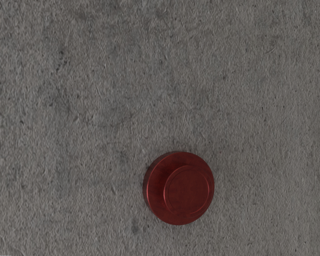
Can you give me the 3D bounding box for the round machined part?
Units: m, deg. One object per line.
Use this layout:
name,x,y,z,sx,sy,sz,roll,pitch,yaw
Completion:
round machined part,0.030,0.080,0.411,0.099,0.042,0.097,0,90,-20
